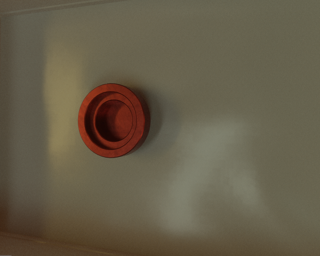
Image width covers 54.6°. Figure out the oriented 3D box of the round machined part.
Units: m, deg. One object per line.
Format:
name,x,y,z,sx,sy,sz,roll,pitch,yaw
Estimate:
round machined part,-0.058,-0.010,0.423,0.098,0.042,0.097,0,90,20
